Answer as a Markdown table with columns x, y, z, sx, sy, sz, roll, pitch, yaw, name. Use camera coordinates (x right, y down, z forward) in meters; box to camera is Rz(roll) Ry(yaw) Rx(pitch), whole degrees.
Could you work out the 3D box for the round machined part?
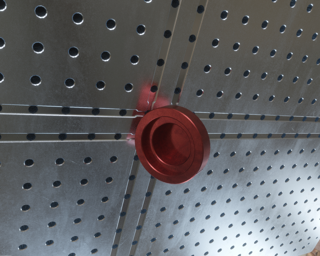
| x | y | z | sx | sy | sz | roll | pitch | yaw | name |
| --- | --- | --- | --- | --- | --- | --- | --- | --- | --- |
| 0.020 | 0.019 | 0.398 | 0.042 | 0.098 | 0.097 | -21 | 134 | -56 | round machined part |
